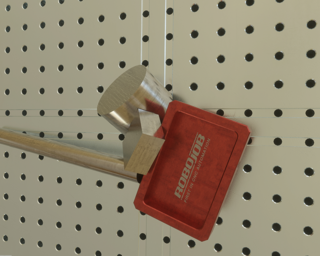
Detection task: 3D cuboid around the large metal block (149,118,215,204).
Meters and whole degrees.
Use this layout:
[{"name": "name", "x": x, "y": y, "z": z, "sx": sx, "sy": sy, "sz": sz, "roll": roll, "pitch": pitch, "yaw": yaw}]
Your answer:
[{"name": "large metal block", "x": 0.015, "y": 0.035, "z": 0.392, "sx": 0.080, "sy": 0.050, "sz": 0.080, "roll": -37, "pitch": 79, "yaw": 16}]

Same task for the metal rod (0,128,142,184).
[{"name": "metal rod", "x": -0.147, "y": 0.030, "z": 0.432, "sx": 0.300, "sy": 0.025, "sz": 0.025, "roll": 10, "pitch": 93, "yaw": 30}]

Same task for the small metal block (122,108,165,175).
[{"name": "small metal block", "x": -0.020, "y": 0.015, "z": 0.342, "sx": 0.025, "sy": 0.050, "sz": 0.050, "roll": 17, "pitch": 119, "yaw": -20}]

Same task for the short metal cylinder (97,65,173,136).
[{"name": "short metal cylinder", "x": -0.032, "y": -0.032, "z": 0.387, "sx": 0.080, "sy": 0.080, "sz": 0.050, "roll": -36, "pitch": 121, "yaw": 16}]

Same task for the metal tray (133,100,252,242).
[{"name": "metal tray", "x": 0.035, "y": 0.044, "z": 0.341, "sx": 0.090, "sy": 0.030, "sz": 0.129, "roll": 22, "pitch": 97, "yaw": 18}]
